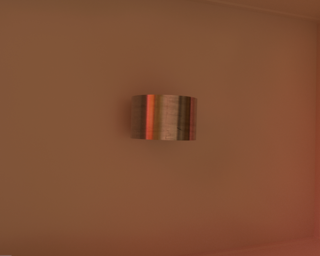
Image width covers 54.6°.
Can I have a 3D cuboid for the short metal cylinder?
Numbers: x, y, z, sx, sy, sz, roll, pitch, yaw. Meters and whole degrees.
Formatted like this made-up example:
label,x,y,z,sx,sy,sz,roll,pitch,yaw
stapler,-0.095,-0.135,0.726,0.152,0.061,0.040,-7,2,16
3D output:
label,x,y,z,sx,sy,sz,roll,pitch,yaw
short metal cylinder,0.005,-0.011,0.380,0.081,0.080,0.050,2,90,-20
